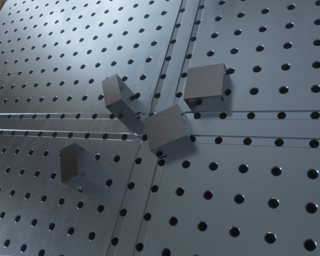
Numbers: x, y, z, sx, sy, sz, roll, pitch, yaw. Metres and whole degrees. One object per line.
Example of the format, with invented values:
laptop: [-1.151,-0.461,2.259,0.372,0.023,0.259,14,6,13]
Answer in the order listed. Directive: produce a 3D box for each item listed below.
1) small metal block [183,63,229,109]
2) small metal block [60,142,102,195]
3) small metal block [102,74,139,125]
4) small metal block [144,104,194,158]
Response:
small metal block: [0.062,-0.055,0.410,0.050,0.025,0.050,-4,60,26]
small metal block: [-0.106,0.055,0.416,0.025,0.050,0.050,-27,53,12]
small metal block: [-0.057,-0.041,0.449,0.025,0.050,0.050,-25,53,13]
small metal block: [0.011,0.004,0.401,0.050,0.025,0.050,-23,53,14]
